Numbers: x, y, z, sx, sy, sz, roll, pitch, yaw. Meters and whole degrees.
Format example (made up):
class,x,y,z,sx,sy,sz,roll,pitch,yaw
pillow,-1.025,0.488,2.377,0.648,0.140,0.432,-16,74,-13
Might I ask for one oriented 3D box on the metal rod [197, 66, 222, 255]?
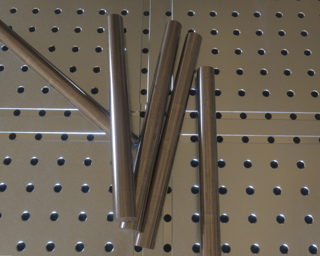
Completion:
class,x,y,z,sx,sy,sz,roll,pitch,yaw
metal rod,0.061,0.058,0.391,0.025,0.025,0.299,2,70,0

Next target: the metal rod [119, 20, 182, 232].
class,x,y,z,sx,sy,sz,roll,pitch,yaw
metal rod,-0.007,-0.020,0.409,0.025,0.025,0.299,10,67,3

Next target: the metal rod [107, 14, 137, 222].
class,x,y,z,sx,sy,sz,roll,pitch,yaw
metal rod,-0.053,-0.033,0.400,0.025,0.025,0.299,-6,62,-2

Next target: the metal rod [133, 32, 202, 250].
class,x,y,z,sx,sy,sz,roll,pitch,yaw
metal rod,0.016,0.002,0.411,0.025,0.025,0.299,13,70,4

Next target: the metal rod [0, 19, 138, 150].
class,x,y,z,sx,sy,sz,roll,pitch,yaw
metal rod,-0.146,-0.070,0.435,0.300,0.025,0.025,40,75,13
